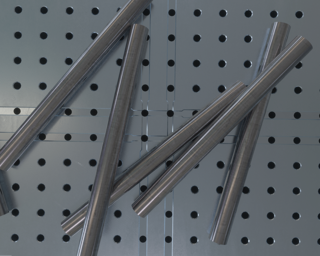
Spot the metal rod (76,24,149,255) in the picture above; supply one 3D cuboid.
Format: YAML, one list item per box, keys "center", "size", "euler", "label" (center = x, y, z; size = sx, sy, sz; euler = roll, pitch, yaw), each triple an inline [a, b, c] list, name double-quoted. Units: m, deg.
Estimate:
- center: [-0.059, 0.012, 0.396]
  size: [0.025, 0.025, 0.299]
  euler: [12, 83, 0]
  label: "metal rod"

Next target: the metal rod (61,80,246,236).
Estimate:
- center: [-0.006, 0.040, 0.413]
  size: [0.300, 0.025, 0.025]
  euler: [-39, 90, 0]
  label: "metal rod"

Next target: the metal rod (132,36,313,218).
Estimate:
- center: [0.074, 0.003, 0.397]
  size: [0.025, 0.025, 0.300]
  euler: [44, 96, 0]
  label: "metal rod"

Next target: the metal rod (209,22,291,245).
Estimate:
- center: [0.119, 0.007, 0.414]
  size: [0.025, 0.025, 0.299]
  euler: [16, 90, 0]
  label: "metal rod"

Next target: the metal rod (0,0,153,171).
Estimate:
- center: [-0.115, -0.065, 0.412]
  size: [0.025, 0.025, 0.300]
  euler: [40, 90, 0]
  label: "metal rod"

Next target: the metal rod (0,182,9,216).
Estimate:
- center: [-0.258, -0.026, 0.411]
  size: [0.025, 0.025, 0.299]
  euler: [-17, 90, 0]
  label: "metal rod"
